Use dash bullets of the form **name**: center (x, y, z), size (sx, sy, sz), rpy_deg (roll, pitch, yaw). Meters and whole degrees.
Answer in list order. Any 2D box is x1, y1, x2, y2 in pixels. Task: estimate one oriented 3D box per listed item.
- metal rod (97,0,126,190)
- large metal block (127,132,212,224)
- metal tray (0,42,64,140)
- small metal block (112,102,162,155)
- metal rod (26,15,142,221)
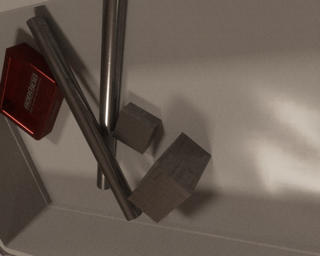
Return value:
- **metal rod**: center (-0.071, -0.027, 0.427), size (0.025, 0.025, 0.298), rpy_deg (21, 126, 15)
- **large metal block**: center (0.013, 0.064, 0.405), size (0.050, 0.080, 0.080), rpy_deg (40, 129, 1)
- **metal tray**: center (-0.198, -0.052, 0.474), size (0.090, 0.030, 0.129), rpy_deg (37, 129, 3)
- **small metal block**: center (-0.032, 0.001, 0.424), size (0.050, 0.025, 0.050), rpy_deg (31, 128, 8)
- **metal rod**: center (-0.100, -0.008, 0.425), size (0.025, 0.025, 0.299), rpy_deg (-20, 99, 35)
